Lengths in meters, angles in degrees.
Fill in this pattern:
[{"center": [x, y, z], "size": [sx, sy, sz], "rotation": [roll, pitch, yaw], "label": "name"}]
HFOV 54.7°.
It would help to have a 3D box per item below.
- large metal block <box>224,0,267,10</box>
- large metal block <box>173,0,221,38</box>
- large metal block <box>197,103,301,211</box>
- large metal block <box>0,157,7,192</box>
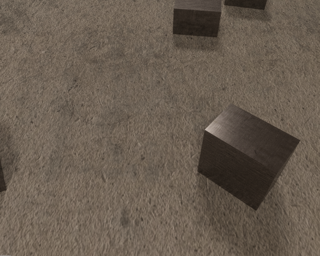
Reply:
[{"center": [0.180, -0.290, 0.633], "size": [0.080, 0.050, 0.080], "rotation": [11, 51, 8], "label": "large metal block"}, {"center": [0.068, -0.213, 0.567], "size": [0.080, 0.050, 0.080], "rotation": [6, 50, 4], "label": "large metal block"}, {"center": [0.092, 0.032, 0.342], "size": [0.080, 0.080, 0.050], "rotation": [33, 57, 24], "label": "large metal block"}, {"center": [-0.231, 0.042, 0.349], "size": [0.081, 0.050, 0.080], "rotation": [-21, 53, -17], "label": "large metal block"}]
